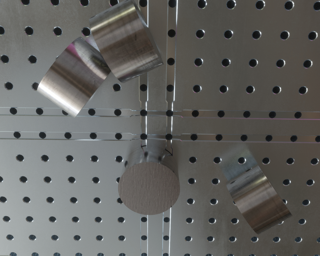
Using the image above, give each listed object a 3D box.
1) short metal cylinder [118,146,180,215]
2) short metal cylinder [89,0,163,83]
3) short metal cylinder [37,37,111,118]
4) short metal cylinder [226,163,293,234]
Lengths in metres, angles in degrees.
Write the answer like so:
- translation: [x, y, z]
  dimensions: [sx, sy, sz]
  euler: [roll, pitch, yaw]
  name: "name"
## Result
- translation: [-0.014, 0.071, 0.426]
  dimensions: [0.081, 0.050, 0.079]
  euler: [0, 110, 0]
  name: "short metal cylinder"
- translation: [-0.036, -0.097, 0.348]
  dimensions: [0.050, 0.080, 0.080]
  euler: [-24, 109, 8]
  name: "short metal cylinder"
- translation: [-0.096, -0.058, 0.362]
  dimensions: [0.050, 0.080, 0.080]
  euler: [38, 106, -13]
  name: "short metal cylinder"
- translation: [0.133, 0.095, 0.420]
  dimensions: [0.050, 0.080, 0.080]
  euler: [-34, 107, 12]
  name: "short metal cylinder"
